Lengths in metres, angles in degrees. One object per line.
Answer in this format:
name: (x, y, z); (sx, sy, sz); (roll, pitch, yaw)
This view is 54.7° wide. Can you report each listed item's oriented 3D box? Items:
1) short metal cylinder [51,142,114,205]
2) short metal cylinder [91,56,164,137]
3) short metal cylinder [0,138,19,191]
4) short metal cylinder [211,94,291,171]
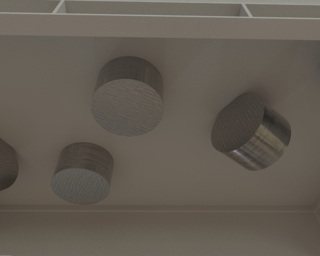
short metal cylinder: (-0.110, 0.066, 0.448); (0.081, 0.050, 0.079); (0, 130, 0)
short metal cylinder: (-0.036, -0.036, 0.361); (0.081, 0.050, 0.079); (0, 130, 0)
short metal cylinder: (-0.241, 0.054, 0.415); (0.050, 0.080, 0.080); (-25, 126, 19)
short metal cylinder: (0.110, 0.005, 0.379); (0.050, 0.080, 0.080); (33, 123, -25)
